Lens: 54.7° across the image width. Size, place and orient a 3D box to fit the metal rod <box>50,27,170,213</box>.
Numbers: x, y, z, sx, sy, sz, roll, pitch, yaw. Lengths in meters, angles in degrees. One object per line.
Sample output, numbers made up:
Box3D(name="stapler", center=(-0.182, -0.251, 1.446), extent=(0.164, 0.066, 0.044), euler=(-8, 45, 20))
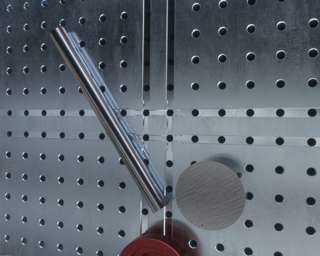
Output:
Box3D(name="metal rod", center=(-0.076, -0.018, 0.439), extent=(0.025, 0.025, 0.299), euler=(-35, 79, 16))

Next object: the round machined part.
Box3D(name="round machined part", center=(-0.004, 0.186, 0.405), extent=(0.098, 0.042, 0.097), euler=(0, 90, 20))

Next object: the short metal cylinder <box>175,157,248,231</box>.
Box3D(name="short metal cylinder", center=(0.064, 0.077, 0.376), extent=(0.080, 0.050, 0.079), euler=(0, 90, 20))
